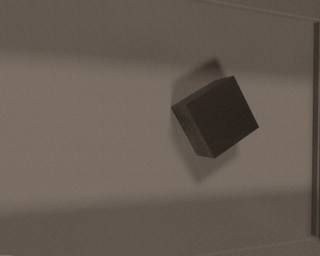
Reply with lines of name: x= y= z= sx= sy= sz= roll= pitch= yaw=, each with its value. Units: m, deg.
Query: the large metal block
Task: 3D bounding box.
large metal block: x=0.075 y=-0.015 z=0.426 sx=0.080 sy=0.050 sz=0.080 roll=-32 pitch=101 yaw=-17
